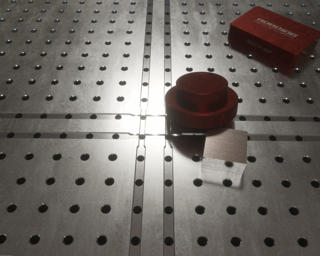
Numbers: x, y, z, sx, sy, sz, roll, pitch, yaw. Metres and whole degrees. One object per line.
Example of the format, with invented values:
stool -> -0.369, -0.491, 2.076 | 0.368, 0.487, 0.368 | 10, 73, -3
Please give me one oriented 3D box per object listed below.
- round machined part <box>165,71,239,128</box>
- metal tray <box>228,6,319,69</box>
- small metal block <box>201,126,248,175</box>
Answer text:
round machined part -> 0.056, -0.043, 0.418 | 0.099, 0.042, 0.098 | -2, 34, 1
metal tray -> 0.199, -0.163, 0.544 | 0.130, 0.030, 0.090 | 36, 58, 26
small metal block -> 0.081, 0.027, 0.386 | 0.050, 0.025, 0.050 | 10, 51, 7
